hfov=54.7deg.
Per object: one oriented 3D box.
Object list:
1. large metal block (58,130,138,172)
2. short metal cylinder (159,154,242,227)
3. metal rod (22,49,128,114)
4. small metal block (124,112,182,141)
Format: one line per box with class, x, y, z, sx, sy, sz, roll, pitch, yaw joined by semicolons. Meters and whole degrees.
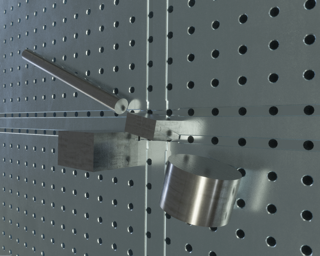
large metal block;-0.089;0.029;0.447;0.080;0.081;0.050;3;92;40
short metal cylinder;0.043;0.065;0.338;0.080;0.081;0.050;19;102;38
metal rod;-0.163;-0.090;0.544;0.300;0.025;0.025;29;108;36
small metal block;-0.009;-0.002;0.401;0.050;0.050;0.025;16;101;39
